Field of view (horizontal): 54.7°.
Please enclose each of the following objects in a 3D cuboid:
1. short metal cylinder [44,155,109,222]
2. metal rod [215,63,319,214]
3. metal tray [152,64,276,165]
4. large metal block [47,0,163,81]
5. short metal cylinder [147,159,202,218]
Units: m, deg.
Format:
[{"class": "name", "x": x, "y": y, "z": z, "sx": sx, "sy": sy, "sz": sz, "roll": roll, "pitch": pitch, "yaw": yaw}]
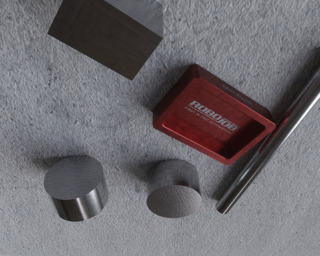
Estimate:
[{"class": "short metal cylinder", "x": -0.117, "y": 0.085, "z": 0.442, "sx": 0.080, "sy": 0.080, "sz": 0.050, "roll": -2, "pitch": 130, "yaw": 2}, {"class": "metal rod", "x": 0.152, "y": 0.027, "z": 0.431, "sx": 0.025, "sy": 0.025, "sz": 0.298, "roll": 14, "pitch": 129, "yaw": -12}, {"class": "metal tray", "x": 0.067, "y": -0.011, "z": 0.394, "sx": 0.131, "sy": 0.030, "sz": 0.090, "roll": 28, "pitch": 125, "yaw": -22}, {"class": "large metal block", "x": -0.045, "y": -0.101, "z": 0.285, "sx": 0.080, "sy": 0.080, "sz": 0.050, "roll": 27, "pitch": 125, "yaw": -22}, {"class": "short metal cylinder", "x": 0.021, "y": 0.093, "z": 0.470, "sx": 0.081, "sy": 0.050, "sz": 0.079, "roll": 0, "pitch": 130, "yaw": 0}]
